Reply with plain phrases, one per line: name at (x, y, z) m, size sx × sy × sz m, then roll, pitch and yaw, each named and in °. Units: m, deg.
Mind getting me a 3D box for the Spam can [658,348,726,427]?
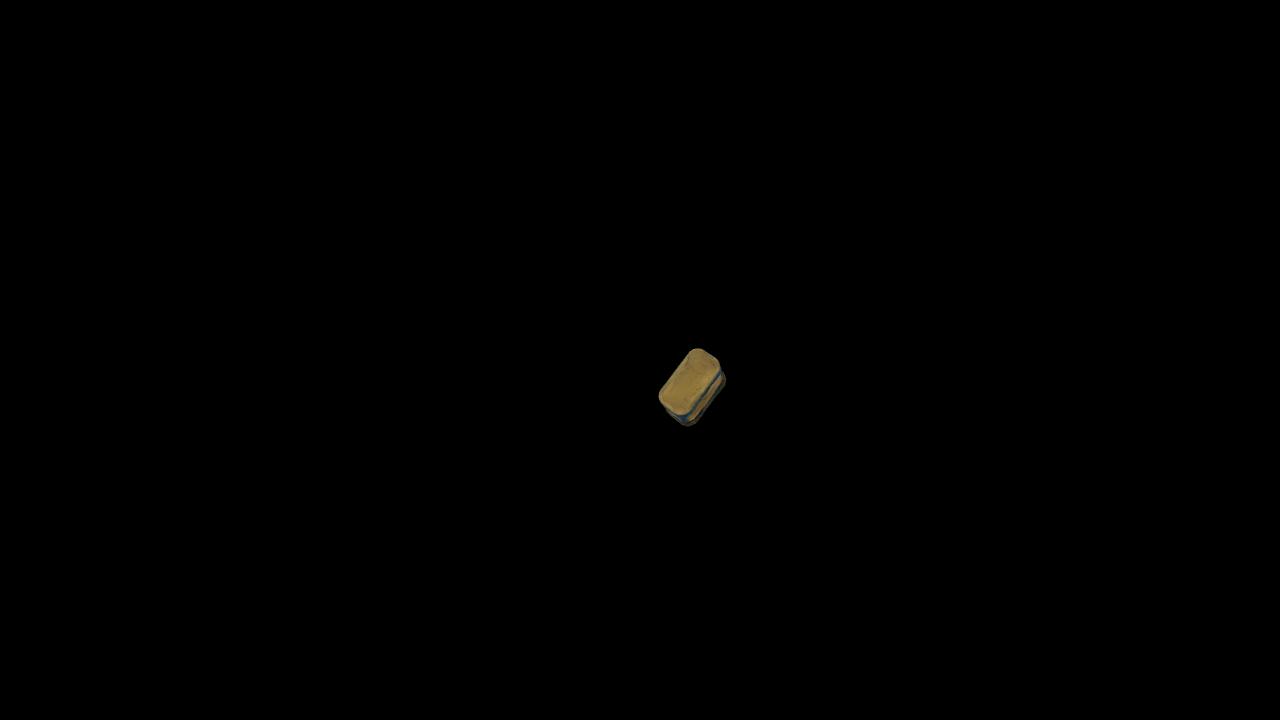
Spam can at (0.076, 0.040, 0.885) m, size 0.058 × 0.101 × 0.085 m, roll 36°, pitch -5°, yaw 17°
